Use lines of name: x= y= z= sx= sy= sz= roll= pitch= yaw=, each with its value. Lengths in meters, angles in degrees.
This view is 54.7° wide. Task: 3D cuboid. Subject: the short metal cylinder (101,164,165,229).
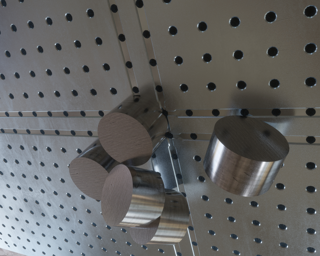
short metal cylinder: x=-0.038 y=0.093 z=0.418 sx=0.050 sy=0.080 sz=0.080 roll=17 pitch=139 yaw=-34

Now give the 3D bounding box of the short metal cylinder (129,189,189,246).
short metal cylinder: x=-0.004 y=0.126 z=0.445 sx=0.050 sy=0.080 sz=0.080 roll=17 pitch=139 yaw=-34

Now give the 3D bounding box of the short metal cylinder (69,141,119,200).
short metal cylinder: x=-0.092 y=0.065 z=0.482 sx=0.080 sy=0.050 sz=0.079 roll=13 pitch=124 yaw=20

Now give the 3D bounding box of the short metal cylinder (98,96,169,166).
short metal cylinder: x=-0.035 y=0.004 z=0.415 sx=0.080 sy=0.050 sz=0.079 roll=13 pitch=124 yaw=20

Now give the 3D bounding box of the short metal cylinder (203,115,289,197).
short metal cylinder: x=0.093 y=0.029 z=0.344 sx=0.080 sy=0.080 sz=0.050 roll=22 pitch=126 yaw=15
